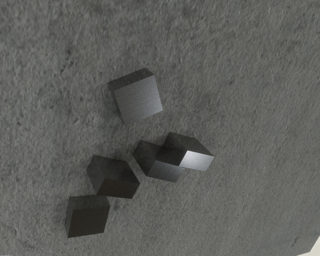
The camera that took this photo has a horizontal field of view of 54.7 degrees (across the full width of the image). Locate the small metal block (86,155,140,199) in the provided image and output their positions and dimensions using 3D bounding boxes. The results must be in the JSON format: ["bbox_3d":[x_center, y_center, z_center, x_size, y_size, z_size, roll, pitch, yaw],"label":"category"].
[{"bbox_3d":[-0.061,0.063,0.398,0.050,0.050,0.025,17,110,-35],"label":"small metal block"}]

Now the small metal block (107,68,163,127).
[{"bbox_3d":[-0.029,-0.037,0.369,0.050,0.025,0.050,-24,128,-14],"label":"small metal block"}]

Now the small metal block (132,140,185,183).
[{"bbox_3d":[-0.003,0.045,0.419,0.050,0.050,0.025,20,108,-36],"label":"small metal block"}]

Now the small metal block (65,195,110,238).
[{"bbox_3d":[-0.101,0.121,0.428,0.050,0.025,0.050,2,118,-30],"label":"small metal block"}]

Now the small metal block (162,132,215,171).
[{"bbox_3d":[0.039,0.033,0.434,0.050,0.050,0.025,15,111,-35],"label":"small metal block"}]
